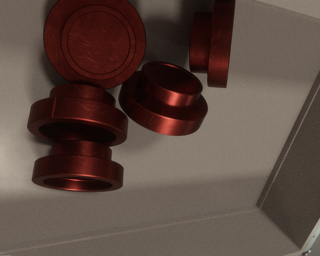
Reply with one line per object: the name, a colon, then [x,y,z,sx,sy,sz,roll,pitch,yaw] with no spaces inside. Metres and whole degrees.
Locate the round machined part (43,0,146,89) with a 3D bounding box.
round machined part: [-0.061,-0.084,0.300,0.099,0.042,0.097,-6,112,-16]

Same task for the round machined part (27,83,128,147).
round machined part: [-0.082,-0.013,0.323,0.099,0.098,0.042,17,66,-35]

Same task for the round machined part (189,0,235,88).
round machined part: [0.058,-0.095,0.349,0.042,0.098,0.097,6,123,11]

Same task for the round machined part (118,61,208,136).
round machined part: [0.007,-0.039,0.339,0.099,0.098,0.042,0,130,-29]

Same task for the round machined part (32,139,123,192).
round machined part: [-0.091,0.044,0.354,0.099,0.042,0.098,1,158,0]
